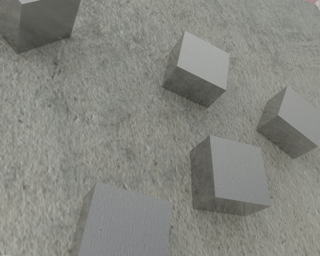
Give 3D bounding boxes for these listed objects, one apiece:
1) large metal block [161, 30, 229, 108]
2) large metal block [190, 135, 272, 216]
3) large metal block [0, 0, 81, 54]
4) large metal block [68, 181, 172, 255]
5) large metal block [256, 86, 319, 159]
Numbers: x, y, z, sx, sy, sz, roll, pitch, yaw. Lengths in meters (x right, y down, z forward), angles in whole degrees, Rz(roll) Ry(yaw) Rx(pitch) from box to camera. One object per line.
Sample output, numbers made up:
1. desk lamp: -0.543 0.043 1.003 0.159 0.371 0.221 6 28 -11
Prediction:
1. large metal block: 0.056 -0.089 0.474 0.080 0.050 0.080 24 53 -14
2. large metal block: 0.088 0.063 0.399 0.081 0.050 0.080 14 56 -21
3. large metal block: -0.150 -0.146 0.378 0.050 0.080 0.081 50 51 6
4. large metal block: -0.039 0.108 0.302 0.080 0.050 0.080 20 54 -17
5. large metal block: 0.217 -0.010 0.513 0.080 0.050 0.080 37 51 -4
